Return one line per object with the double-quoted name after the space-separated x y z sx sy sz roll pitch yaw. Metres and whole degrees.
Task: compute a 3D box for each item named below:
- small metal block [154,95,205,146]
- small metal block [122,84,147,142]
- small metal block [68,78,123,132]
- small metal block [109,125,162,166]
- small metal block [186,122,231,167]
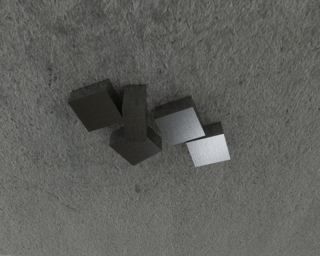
0.026 -0.008 0.400 0.050 0.025 0.050 -18 128 14 "small metal block"
-0.029 -0.018 0.375 0.025 0.050 0.050 -1 130 1 "small metal block"
-0.076 -0.027 0.383 0.050 0.025 0.050 -16 129 13 "small metal block"
-0.032 0.019 0.423 0.050 0.025 0.050 -30 125 23 "small metal block"
0.066 0.023 0.428 0.050 0.025 0.050 -14 129 11 "small metal block"
